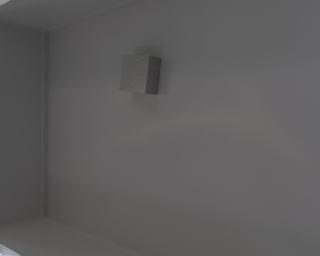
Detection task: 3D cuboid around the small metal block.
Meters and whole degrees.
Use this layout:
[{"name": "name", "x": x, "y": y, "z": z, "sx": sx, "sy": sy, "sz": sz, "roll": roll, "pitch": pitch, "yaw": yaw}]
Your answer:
[{"name": "small metal block", "x": -0.028, "y": -0.074, "z": 0.431, "sx": 0.050, "sy": 0.025, "sz": 0.050, "roll": 11, "pitch": 97, "yaw": 39}]
